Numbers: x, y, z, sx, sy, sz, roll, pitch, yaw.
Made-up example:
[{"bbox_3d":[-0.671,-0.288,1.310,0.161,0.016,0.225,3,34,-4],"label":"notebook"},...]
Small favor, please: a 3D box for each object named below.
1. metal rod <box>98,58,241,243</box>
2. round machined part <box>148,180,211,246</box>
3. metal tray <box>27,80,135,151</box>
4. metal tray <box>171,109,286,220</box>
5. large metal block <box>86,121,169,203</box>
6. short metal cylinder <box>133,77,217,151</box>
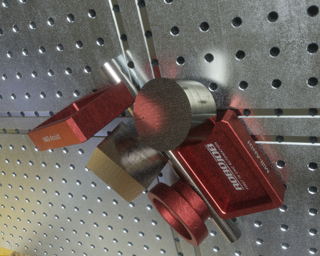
[{"bbox_3d":[0.019,0.038,0.419,0.025,0.025,0.299,-28,103,37],"label":"metal rod"},{"bbox_3d":[0.031,0.112,0.430,0.098,0.042,0.098,42,159,21],"label":"round machined part"},{"bbox_3d":[-0.102,-0.013,0.392,0.130,0.090,0.030,-11,115,48],"label":"metal tray"},{"bbox_3d":[0.084,0.051,0.390,0.090,0.030,0.130,-28,103,37],"label":"metal tray"},{"bbox_3d":[-0.047,0.049,0.422,0.080,0.050,0.080,41,147,0],"label":"large metal block"},{"bbox_3d":[0.016,-0.016,0.353,0.080,0.050,0.079,5,97,39],"label":"short metal cylinder"}]
